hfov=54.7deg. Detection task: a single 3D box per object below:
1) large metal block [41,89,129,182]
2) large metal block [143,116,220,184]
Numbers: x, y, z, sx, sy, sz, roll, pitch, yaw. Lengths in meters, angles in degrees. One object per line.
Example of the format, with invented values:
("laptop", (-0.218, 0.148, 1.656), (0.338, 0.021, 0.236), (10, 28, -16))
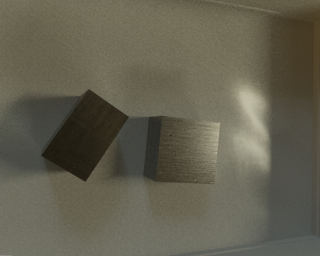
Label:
("large metal block", (-0.087, 0.007, 0.350), (0.050, 0.080, 0.080), (36, 78, -17))
("large metal block", (0.028, 0.029, 0.409), (0.081, 0.050, 0.080), (6, 88, -20))
